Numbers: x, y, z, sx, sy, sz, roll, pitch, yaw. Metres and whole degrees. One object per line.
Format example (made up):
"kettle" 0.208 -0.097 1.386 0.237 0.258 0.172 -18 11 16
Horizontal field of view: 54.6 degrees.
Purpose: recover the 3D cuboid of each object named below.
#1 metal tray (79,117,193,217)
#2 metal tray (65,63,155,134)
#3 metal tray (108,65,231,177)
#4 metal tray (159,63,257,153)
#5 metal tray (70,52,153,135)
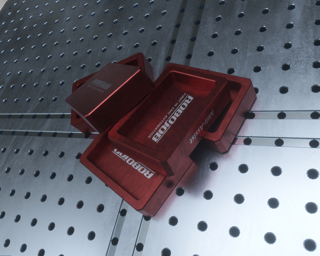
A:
"metal tray" -0.034 0.040 0.399 0.130 0.030 0.090 30 78 37
"metal tray" -0.073 -0.047 0.421 0.090 0.030 0.130 -43 28 -11
"metal tray" 0.013 -0.015 0.368 0.090 0.030 0.130 22 62 36
"metal tray" 0.044 -0.031 0.401 0.130 0.030 0.090 21 72 36
"metal tray" -0.074 -0.053 0.477 0.130 0.030 0.090 -20 54 16
